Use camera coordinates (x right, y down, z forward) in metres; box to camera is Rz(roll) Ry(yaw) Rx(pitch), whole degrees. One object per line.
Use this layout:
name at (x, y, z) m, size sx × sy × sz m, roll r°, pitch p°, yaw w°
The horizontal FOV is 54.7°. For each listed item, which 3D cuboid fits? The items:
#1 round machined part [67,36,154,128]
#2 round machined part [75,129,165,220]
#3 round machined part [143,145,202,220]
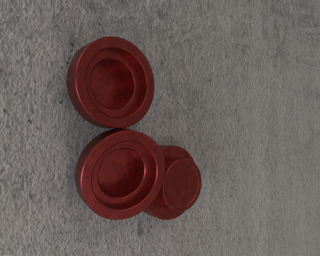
round machined part at (-0.057, -0.048, 0.345) m, size 0.099 × 0.042 × 0.097 m, roll 0°, pitch 90°, yaw -40°
round machined part at (-0.047, 0.048, 0.347) m, size 0.099 × 0.042 × 0.097 m, roll -6°, pitch 101°, yaw -31°
round machined part at (0.017, 0.072, 0.408) m, size 0.099 × 0.042 × 0.097 m, roll 0°, pitch 90°, yaw -40°
